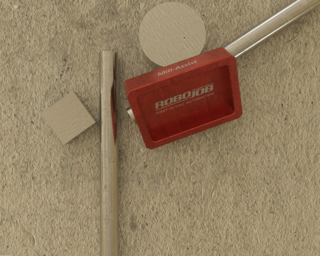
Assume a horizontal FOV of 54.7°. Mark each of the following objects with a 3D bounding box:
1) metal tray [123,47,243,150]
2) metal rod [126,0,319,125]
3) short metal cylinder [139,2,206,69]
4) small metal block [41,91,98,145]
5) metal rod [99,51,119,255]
[{"bbox_3d":[0.031,-0.035,0.381,0.131,0.030,0.090,-20,126,-3],"label":"metal tray"},{"bbox_3d":[0.088,-0.097,0.410,0.301,0.025,0.025,-33,90,0],"label":"metal rod"},{"bbox_3d":[0.015,-0.112,0.397,0.081,0.050,0.079,0,90,0],"label":"short metal cylinder"},{"bbox_3d":[-0.118,-0.013,0.409,0.050,0.025,0.050,-36,90,0],"label":"small metal block"},{"bbox_3d":[-0.067,0.050,0.409,0.025,0.025,0.298,0,90,0],"label":"metal rod"}]
